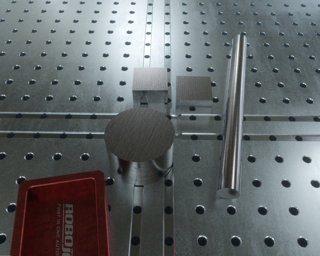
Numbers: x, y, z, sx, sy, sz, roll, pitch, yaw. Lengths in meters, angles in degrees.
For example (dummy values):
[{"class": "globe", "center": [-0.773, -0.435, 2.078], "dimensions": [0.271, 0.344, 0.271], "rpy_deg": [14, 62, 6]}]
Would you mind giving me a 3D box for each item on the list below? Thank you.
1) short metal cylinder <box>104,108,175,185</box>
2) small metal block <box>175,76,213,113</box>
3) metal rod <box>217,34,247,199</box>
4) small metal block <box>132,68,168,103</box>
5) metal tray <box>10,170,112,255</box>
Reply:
[{"class": "short metal cylinder", "center": [-0.023, 0.022, 0.373], "dimensions": [0.081, 0.050, 0.080], "rpy_deg": [0, 50, 0]}, {"class": "small metal block", "center": [0.048, -0.049, 0.450], "dimensions": [0.050, 0.025, 0.050], "rpy_deg": [2, 50, 1]}, {"class": "metal rod", "center": [0.107, -0.039, 0.441], "dimensions": [0.025, 0.025, 0.300], "rpy_deg": [9, 50, 7]}, {"class": "small metal block", "center": [-0.014, -0.064, 0.462], "dimensions": [0.050, 0.025, 0.050], "rpy_deg": [0, 50, -1]}, {"class": "metal tray", "center": [-0.096, 0.110, 0.310], "dimensions": [0.091, 0.030, 0.130], "rpy_deg": [-7, 50, -7]}]
